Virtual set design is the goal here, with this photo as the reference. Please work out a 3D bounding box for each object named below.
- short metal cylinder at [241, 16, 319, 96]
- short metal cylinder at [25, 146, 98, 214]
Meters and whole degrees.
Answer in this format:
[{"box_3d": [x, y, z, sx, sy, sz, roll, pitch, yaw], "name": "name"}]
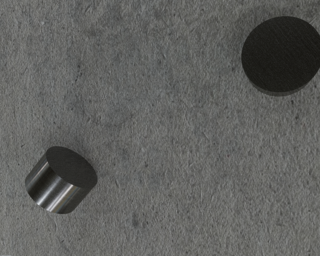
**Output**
[{"box_3d": [0.135, -0.077, 0.348, 0.080, 0.050, 0.080, 0, 90, 20], "name": "short metal cylinder"}, {"box_3d": [-0.135, 0.071, 0.427, 0.080, 0.080, 0.050, 44, 104, 14], "name": "short metal cylinder"}]
